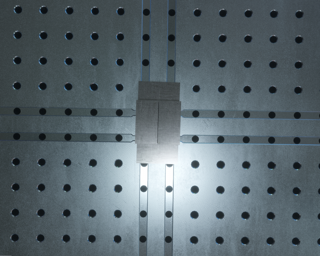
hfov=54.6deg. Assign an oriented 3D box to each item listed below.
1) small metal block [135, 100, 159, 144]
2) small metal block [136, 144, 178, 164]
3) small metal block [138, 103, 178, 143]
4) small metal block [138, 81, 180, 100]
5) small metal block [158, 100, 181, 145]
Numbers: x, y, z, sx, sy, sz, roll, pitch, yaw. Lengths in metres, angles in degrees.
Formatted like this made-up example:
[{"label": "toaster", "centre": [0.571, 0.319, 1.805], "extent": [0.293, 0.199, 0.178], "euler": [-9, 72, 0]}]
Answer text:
[{"label": "small metal block", "centre": [-0.015, -0.007, 0.375], "extent": [0.025, 0.050, 0.050], "euler": [2, 90, 0]}, {"label": "small metal block", "centre": [-0.003, 0.031, 0.400], "extent": [0.050, 0.050, 0.025], "euler": [2, 90, 0]}, {"label": "small metal block", "centre": [-0.003, -0.007, 0.413], "extent": [0.050, 0.025, 0.050], "euler": [2, 90, 1]}, {"label": "small metal block", "centre": [-0.001, -0.044, 0.400], "extent": [0.050, 0.050, 0.025], "euler": [2, 90, 0]}, {"label": "small metal block", "centre": [0.011, -0.006, 0.376], "extent": [0.025, 0.050, 0.050], "euler": [2, 90, 1]}]
